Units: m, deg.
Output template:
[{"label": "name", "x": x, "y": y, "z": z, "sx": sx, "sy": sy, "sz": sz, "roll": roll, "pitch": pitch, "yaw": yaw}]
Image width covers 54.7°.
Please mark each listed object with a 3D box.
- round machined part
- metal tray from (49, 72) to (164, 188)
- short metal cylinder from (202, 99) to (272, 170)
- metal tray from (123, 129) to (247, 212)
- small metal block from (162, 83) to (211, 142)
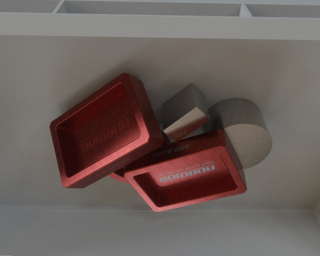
[{"label": "round machined part", "x": -0.033, "y": 0.029, "z": 0.421, "sx": 0.099, "sy": 0.042, "sz": 0.097, "roll": -1, "pitch": 130, "yaw": 0}, {"label": "metal tray", "x": -0.068, "y": 0.006, "z": 0.366, "sx": 0.130, "sy": 0.090, "sz": 0.030, "roll": -30, "pitch": 156, "yaw": 22}, {"label": "short metal cylinder", "x": 0.097, "y": 0.009, "z": 0.399, "sx": 0.081, "sy": 0.050, "sz": 0.079, "roll": 0, "pitch": 130, "yaw": 0}, {"label": "metal tray", "x": 0.032, "y": 0.058, "z": 0.391, "sx": 0.130, "sy": 0.030, "sz": 0.090, "roll": -18, "pitch": 128, "yaw": 20}, {"label": "small metal block", "x": 0.030, "y": -0.019, "z": 0.374, "sx": 0.050, "sy": 0.050, "sz": 0.025, "roll": -36, "pitch": 122, "yaw": 24}]
